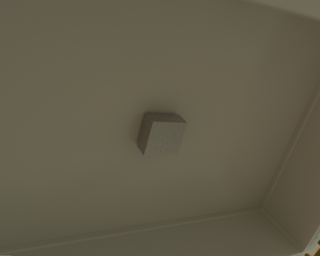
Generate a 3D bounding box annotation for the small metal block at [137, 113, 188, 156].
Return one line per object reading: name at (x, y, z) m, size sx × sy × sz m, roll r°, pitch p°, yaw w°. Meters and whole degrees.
small metal block at (0.002, 0.009, 0.410) m, size 0.050 × 0.025 × 0.050 m, roll 2°, pitch 118°, yaw -29°
